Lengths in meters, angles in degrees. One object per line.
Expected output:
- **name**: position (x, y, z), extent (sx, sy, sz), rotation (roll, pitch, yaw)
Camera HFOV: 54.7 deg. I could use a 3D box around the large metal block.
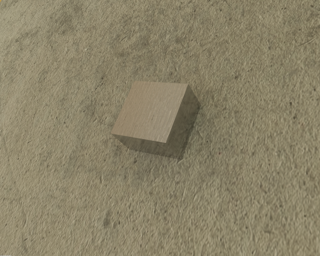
- **large metal block**: position (-0.003, -0.011, 0.397), extent (0.080, 0.050, 0.080), rotation (8, 66, 31)
